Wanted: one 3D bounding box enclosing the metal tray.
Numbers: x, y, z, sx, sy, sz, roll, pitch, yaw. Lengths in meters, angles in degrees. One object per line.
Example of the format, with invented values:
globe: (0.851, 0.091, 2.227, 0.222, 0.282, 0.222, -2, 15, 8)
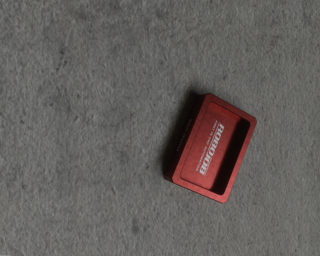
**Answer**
metal tray: (0.071, 0.028, 0.432, 0.090, 0.030, 0.130, 26, 81, -18)
